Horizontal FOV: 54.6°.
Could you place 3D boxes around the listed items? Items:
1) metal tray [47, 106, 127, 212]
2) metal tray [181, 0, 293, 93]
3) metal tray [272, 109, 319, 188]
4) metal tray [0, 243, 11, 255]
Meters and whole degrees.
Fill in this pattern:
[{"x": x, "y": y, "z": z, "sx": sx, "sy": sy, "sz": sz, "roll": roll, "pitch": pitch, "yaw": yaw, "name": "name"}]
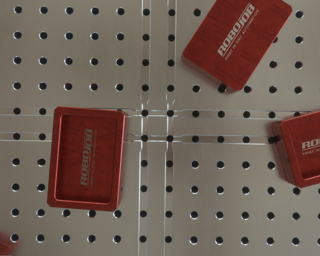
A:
[{"x": -0.095, "y": 0.040, "z": 0.410, "sx": 0.090, "sy": 0.030, "sz": 0.129, "roll": 5, "pitch": 90, "yaw": 0, "name": "metal tray"}, {"x": 0.100, "y": -0.124, "z": 0.411, "sx": 0.090, "sy": 0.030, "sz": 0.130, "roll": 33, "pitch": 90, "yaw": 0, "name": "metal tray"}, {"x": 0.227, "y": 0.019, "z": 0.412, "sx": 0.131, "sy": 0.030, "sz": 0.090, "roll": -15, "pitch": 90, "yaw": 0, "name": "metal tray"}, {"x": -0.270, "y": 0.205, "z": 0.409, "sx": 0.090, "sy": 0.030, "sz": 0.130, "roll": 25, "pitch": 90, "yaw": 0, "name": "metal tray"}]
